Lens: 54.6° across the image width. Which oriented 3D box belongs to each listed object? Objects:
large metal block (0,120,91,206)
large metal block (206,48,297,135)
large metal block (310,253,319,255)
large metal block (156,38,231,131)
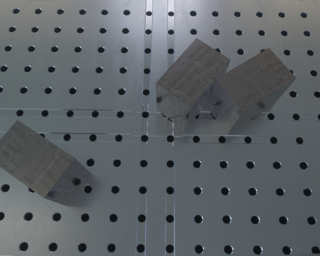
[{"bbox_3d":[-0.137,0.044,0.366,0.080,0.080,0.050,31,73,11],"label":"large metal block"},{"bbox_3d":[0.112,-0.044,0.399,0.080,0.080,0.050,-31,73,-11],"label":"large metal block"},{"bbox_3d":[0.204,0.190,0.330,0.080,0.050,0.080,19,71,7],"label":"large metal block"},{"bbox_3d":[0.040,-0.054,0.402,0.050,0.080,0.080,37,74,12],"label":"large metal block"}]
